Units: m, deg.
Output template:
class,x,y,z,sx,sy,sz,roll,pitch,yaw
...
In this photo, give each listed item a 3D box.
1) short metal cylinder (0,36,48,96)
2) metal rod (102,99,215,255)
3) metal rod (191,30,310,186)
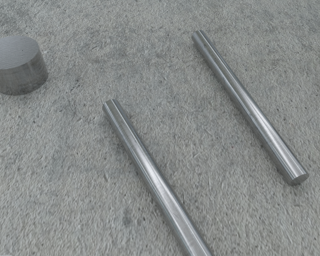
class,x,y,z,sx,sy,sz,roll,pitch,yaw
short metal cylinder,-0.216,-0.094,0.464,0.081,0.050,0.080,0,50,0
metal rod,0.003,0.071,0.342,0.025,0.025,0.300,-22,54,-18
metal rod,0.113,-0.050,0.445,0.025,0.025,0.300,-14,51,-12
